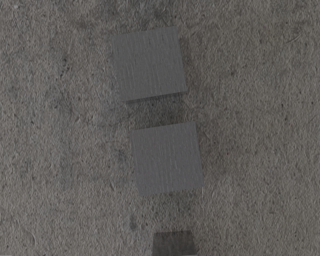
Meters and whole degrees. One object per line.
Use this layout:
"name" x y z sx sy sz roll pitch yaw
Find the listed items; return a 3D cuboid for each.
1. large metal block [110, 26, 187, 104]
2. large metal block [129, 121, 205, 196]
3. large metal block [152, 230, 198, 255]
"large metal block" -0.013 -0.078 0.397 0.080 0.050 0.080 -9 90 0
"large metal block" 0.008 0.037 0.397 0.080 0.050 0.080 -9 90 0
"large metal block" 0.019 0.181 0.383 0.050 0.080 0.080 -4 90 0
